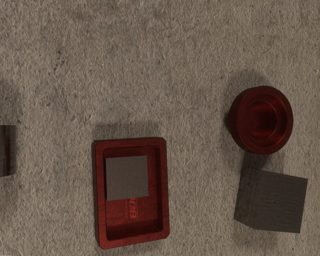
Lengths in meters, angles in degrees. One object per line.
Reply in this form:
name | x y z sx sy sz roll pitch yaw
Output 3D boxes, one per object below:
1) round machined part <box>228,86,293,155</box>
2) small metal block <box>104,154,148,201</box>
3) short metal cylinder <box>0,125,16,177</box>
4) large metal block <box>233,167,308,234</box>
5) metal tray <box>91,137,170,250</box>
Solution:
round machined part | 0.142 -0.011 0.454 0.099 0.042 0.097 0 90 -21
small metal block | -0.043 0.059 0.380 0.050 0.025 0.050 -2 91 -21
short metal cylinder | -0.189 0.022 0.310 0.081 0.080 0.050 0 90 -20
large metal block | 0.163 0.105 0.458 0.081 0.050 0.080 12 86 -20
metal tray | -0.037 0.078 0.393 0.091 0.030 0.129 -3 91 -21
